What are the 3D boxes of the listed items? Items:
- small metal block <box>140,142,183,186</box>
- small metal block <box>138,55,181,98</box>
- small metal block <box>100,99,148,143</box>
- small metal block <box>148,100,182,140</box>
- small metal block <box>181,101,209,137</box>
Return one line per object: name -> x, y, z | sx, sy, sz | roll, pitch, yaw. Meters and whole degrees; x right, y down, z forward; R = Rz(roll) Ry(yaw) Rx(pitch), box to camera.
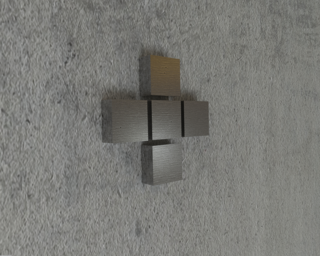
small metal block -> 0.002, 0.046, 0.411 | 0.050, 0.025, 0.050 | -3, 92, -40
small metal block -> 0.000, -0.067, 0.408 | 0.050, 0.025, 0.050 | -2, 92, -40
small metal block -> -0.042, -0.008, 0.372 | 0.050, 0.025, 0.050 | -2, 92, -40
small metal block -> 0.001, -0.011, 0.409 | 0.050, 0.025, 0.050 | -2, 92, -40
small metal block -> 0.044, -0.013, 0.446 | 0.050, 0.025, 0.050 | -2, 92, -40
